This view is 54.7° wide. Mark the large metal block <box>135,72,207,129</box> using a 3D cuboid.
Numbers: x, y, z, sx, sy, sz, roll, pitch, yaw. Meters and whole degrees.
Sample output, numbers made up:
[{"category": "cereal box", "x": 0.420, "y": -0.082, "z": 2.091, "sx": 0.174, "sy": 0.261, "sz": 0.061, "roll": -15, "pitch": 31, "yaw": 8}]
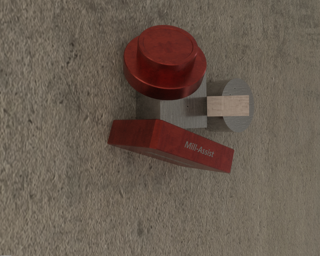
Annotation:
[{"category": "large metal block", "x": 0.015, "y": -0.039, "z": 0.403, "sx": 0.081, "sy": 0.050, "sz": 0.079, "roll": -2, "pitch": 92, "yaw": -40}]

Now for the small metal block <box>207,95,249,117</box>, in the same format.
[{"category": "small metal block", "x": 0.087, "y": -0.029, "z": 0.403, "sx": 0.050, "sy": 0.050, "sz": 0.025, "roll": -30, "pitch": 119, "yaw": -80}]

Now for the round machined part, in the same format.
[{"category": "round machined part", "x": 0.007, "y": -0.083, "z": 0.363, "sx": 0.098, "sy": 0.098, "sz": 0.042, "roll": -44, "pitch": 161, "yaw": -31}]

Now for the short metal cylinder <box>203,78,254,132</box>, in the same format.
[{"category": "short metal cylinder", "x": 0.099, "y": -0.033, "z": 0.474, "sx": 0.081, "sy": 0.050, "sz": 0.080, "roll": 0, "pitch": 90, "yaw": -40}]

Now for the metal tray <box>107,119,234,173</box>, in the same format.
[{"category": "metal tray", "x": 0.015, "y": 0.023, "z": 0.376, "sx": 0.131, "sy": 0.090, "sz": 0.030, "roll": 21, "pitch": 77, "yaw": -38}]
